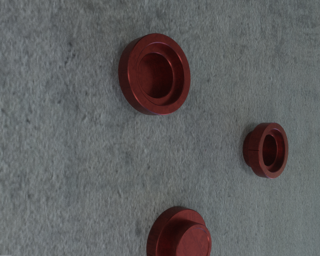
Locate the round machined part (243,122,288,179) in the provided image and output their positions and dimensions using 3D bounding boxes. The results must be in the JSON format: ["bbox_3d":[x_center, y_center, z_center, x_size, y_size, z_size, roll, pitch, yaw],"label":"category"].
[{"bbox_3d":[0.185,0.039,0.552,0.099,0.042,0.097,0,90,-40],"label":"round machined part"}]

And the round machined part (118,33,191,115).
[{"bbox_3d":[-0.011,-0.064,0.386,0.099,0.042,0.097,0,90,-40],"label":"round machined part"}]

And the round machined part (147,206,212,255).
[{"bbox_3d":[0.033,0.161,0.424,0.099,0.042,0.097,0,90,-40],"label":"round machined part"}]
